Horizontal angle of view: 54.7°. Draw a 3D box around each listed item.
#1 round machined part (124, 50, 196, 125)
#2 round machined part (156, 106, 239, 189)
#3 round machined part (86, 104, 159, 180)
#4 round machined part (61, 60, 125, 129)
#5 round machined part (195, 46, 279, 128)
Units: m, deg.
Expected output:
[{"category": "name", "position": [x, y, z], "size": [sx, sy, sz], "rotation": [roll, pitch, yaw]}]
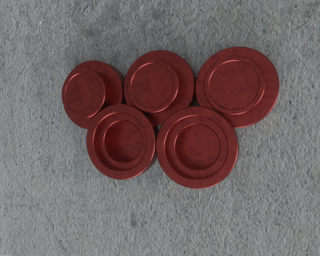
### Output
[{"category": "round machined part", "position": [-0.003, -0.053, 0.402], "size": [0.098, 0.042, 0.097], "rotation": [0, 90, 19]}, {"category": "round machined part", "position": [0.048, 0.023, 0.384], "size": [0.098, 0.042, 0.097], "rotation": [0, 90, 19]}, {"category": "round machined part", "position": [-0.045, 0.018, 0.416], "size": [0.098, 0.042, 0.097], "rotation": [0, 90, 19]}, {"category": "round machined part", "position": [-0.097, -0.047, 0.434], "size": [0.098, 0.042, 0.097], "rotation": [0, 90, 19]}, {"category": "round machined part", "position": [0.090, -0.049, 0.369], "size": [0.098, 0.042, 0.097], "rotation": [0, 90, 19]}]
